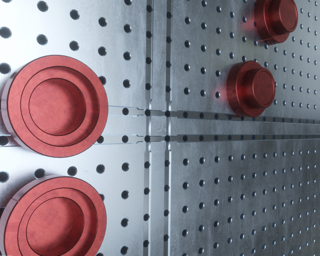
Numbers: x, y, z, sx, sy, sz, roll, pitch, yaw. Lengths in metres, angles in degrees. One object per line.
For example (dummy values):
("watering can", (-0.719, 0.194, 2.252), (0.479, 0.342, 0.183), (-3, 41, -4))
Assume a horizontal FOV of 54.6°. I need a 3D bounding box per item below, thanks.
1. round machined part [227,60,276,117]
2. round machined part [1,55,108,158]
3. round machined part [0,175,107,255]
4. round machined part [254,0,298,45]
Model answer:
("round machined part", (0.162, -0.067, 0.532), (0.099, 0.042, 0.097), (0, 90, -40))
("round machined part", (-0.105, -0.020, 0.309), (0.099, 0.042, 0.097), (0, 90, -40))
("round machined part", (-0.106, 0.095, 0.306), (0.099, 0.042, 0.098), (3, 85, -40))
("round machined part", (0.224, -0.210, 0.583), (0.099, 0.042, 0.097), (0, 90, -40))
